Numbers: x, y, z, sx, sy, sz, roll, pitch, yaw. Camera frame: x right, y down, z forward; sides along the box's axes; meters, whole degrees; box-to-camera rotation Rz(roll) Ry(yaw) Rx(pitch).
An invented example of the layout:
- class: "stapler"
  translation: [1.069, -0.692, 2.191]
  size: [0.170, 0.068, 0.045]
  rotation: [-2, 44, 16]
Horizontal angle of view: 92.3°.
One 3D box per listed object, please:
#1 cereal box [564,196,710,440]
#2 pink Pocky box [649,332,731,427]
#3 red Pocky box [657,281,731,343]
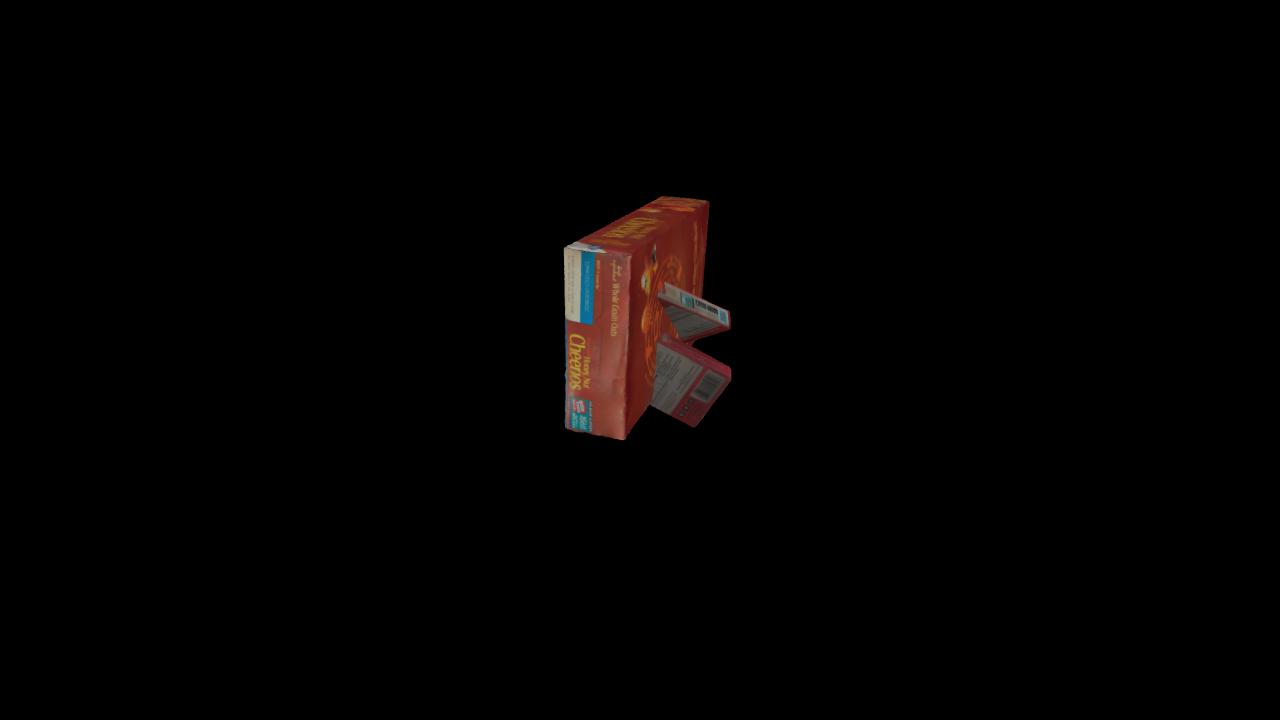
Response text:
- class: "cereal box"
  translation: [0.005, -0.068, 0.733]
  size: [0.081, 0.203, 0.306]
  rotation: [11, 27, 18]
- class: "pink Pocky box"
  translation: [0.018, 0.009, 0.705]
  size: [0.155, 0.084, 0.029]
  rotation: [27, 30, -9]
- class: "red Pocky box"
  translation: [0.032, -0.055, 0.725]
  size: [0.083, 0.028, 0.155]
  rotation: [-18, -22, 36]
